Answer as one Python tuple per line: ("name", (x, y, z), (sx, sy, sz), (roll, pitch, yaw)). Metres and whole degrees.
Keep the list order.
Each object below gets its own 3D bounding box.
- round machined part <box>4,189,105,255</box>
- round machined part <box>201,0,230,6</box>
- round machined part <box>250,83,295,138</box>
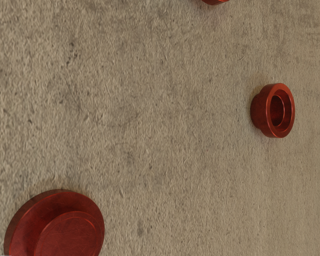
("round machined part", (-0.098, 0.114, 0.311), (0.099, 0.042, 0.097), (0, 90, -40))
("round machined part", (0.070, -0.228, 0.451), (0.099, 0.042, 0.097), (0, 90, -40))
("round machined part", (0.201, -0.031, 0.562), (0.099, 0.042, 0.097), (0, 90, -40))
